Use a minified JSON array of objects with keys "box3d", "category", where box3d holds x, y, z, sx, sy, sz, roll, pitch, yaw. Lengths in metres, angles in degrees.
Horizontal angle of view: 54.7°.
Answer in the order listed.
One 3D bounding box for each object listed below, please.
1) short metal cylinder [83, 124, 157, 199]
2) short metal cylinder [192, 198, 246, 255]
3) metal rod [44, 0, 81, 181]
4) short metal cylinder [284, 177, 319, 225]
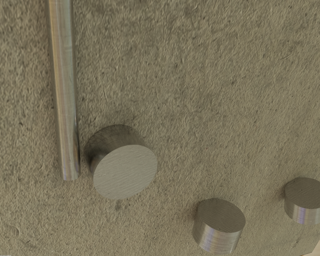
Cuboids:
[{"box3d":[-0.050,0.042,0.389,0.081,0.050,0.079,-14,124,-21],"category":"short metal cylinder"},{"box3d":[0.099,0.166,0.529,0.081,0.080,0.050,-5,121,-26],"category":"short metal cylinder"},{"box3d":[-0.097,-0.072,0.308,0.025,0.025,0.298,-9,122,-24],"category":"metal rod"},{"box3d":[0.294,0.146,0.622,0.081,0.080,0.050,-24,127,-14],"category":"short metal cylinder"}]
